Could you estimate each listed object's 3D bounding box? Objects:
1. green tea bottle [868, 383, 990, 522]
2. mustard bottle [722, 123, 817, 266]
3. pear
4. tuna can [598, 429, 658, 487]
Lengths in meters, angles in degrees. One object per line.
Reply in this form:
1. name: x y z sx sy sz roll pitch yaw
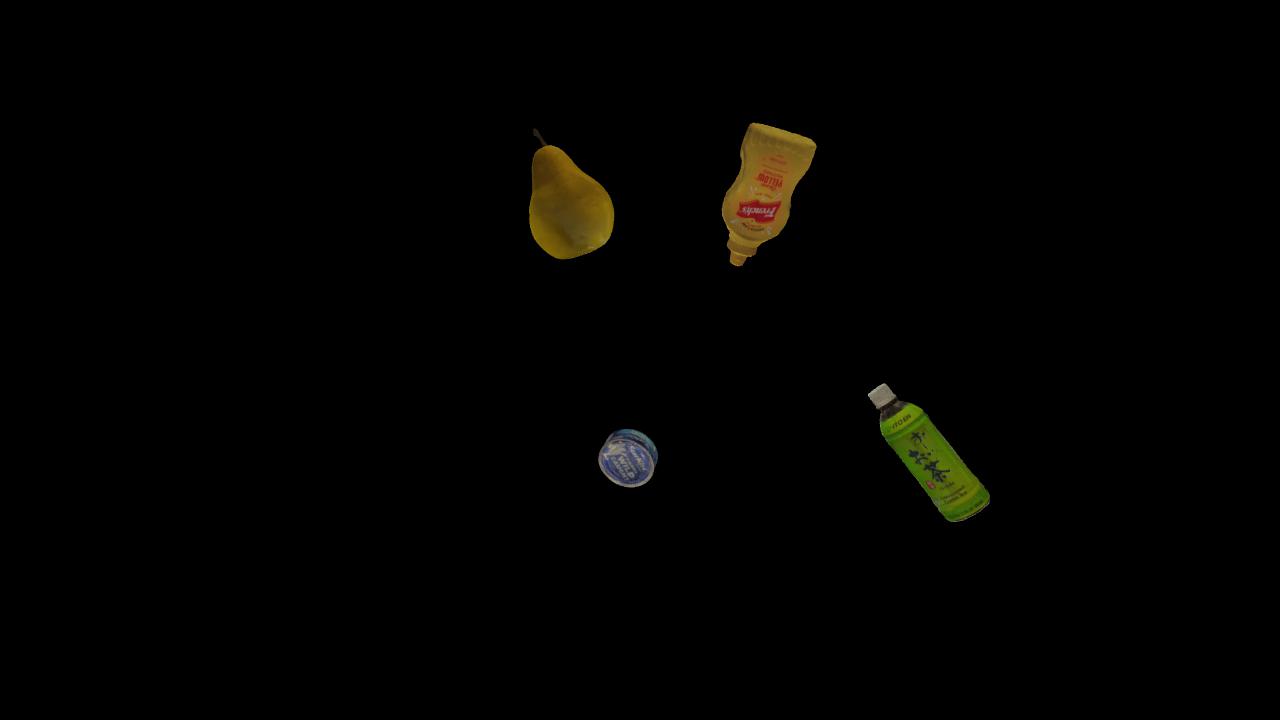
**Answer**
1. green tea bottle: 0.407 0.127 0.886 0.073 0.212 0.073 -33 -10 -6
2. mustard bottle: 0.156 -0.208 0.813 0.092 0.184 0.054 12 32 -9
3. pear: -0.065 -0.145 0.526 0.080 0.111 0.080 -18 18 6
4. tuna can: -0.016 0.144 0.904 0.084 0.084 0.034 0 26 17
